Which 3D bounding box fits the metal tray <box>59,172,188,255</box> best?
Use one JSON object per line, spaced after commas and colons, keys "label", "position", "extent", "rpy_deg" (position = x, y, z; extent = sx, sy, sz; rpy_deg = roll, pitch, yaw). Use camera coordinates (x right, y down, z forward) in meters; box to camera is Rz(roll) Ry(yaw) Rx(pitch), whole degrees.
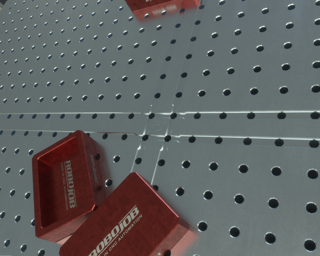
{"label": "metal tray", "position": [-0.043, 0.126, 0.351], "extent": [0.130, 0.030, 0.090], "rpy_deg": [-47, 51, -5]}

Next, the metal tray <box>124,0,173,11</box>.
{"label": "metal tray", "position": [0.003, -0.272, 0.572], "extent": [0.130, 0.030, 0.090], "rpy_deg": [-5, 59, 26]}

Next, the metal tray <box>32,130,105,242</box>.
{"label": "metal tray", "position": [-0.128, 0.076, 0.426], "extent": [0.090, 0.030, 0.130], "rpy_deg": [-29, 52, 10]}
